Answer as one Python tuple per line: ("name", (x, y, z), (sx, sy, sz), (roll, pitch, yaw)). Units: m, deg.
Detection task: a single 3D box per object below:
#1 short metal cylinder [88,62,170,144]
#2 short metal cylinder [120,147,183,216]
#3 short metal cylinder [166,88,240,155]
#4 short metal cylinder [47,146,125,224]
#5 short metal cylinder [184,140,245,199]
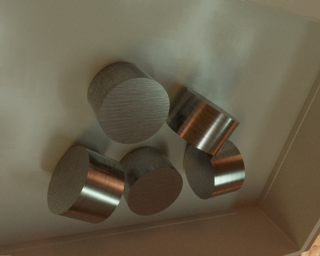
("short metal cylinder", (-0.036, -0.029, 0.354), (0.081, 0.050, 0.079), (-14, 125, -21))
("short metal cylinder", (-0.016, 0.073, 0.429), (0.081, 0.050, 0.079), (-14, 125, -21))
("short metal cylinder", (0.055, -0.009, 0.399), (0.080, 0.080, 0.050), (24, 105, -37))
("short metal cylinder", (-0.087, 0.067, 0.365), (0.050, 0.080, 0.080), (31, 101, -38))
("short metal cylinder", (0.077, 0.059, 0.451), (0.050, 0.080, 0.079), (-9, 122, -24))
